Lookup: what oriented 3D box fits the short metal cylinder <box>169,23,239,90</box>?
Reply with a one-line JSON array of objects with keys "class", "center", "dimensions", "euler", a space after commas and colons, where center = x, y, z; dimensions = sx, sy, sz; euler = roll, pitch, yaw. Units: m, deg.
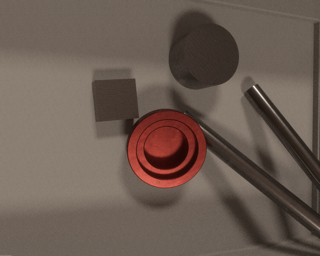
[{"class": "short metal cylinder", "center": [0.058, -0.095, 0.420], "dimensions": [0.081, 0.050, 0.079], "euler": [0, 90, -21]}]

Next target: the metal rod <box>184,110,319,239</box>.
[{"class": "metal rod", "center": [0.146, 0.078, 0.413], "dimensions": [0.300, 0.025, 0.025], "euler": [39, 77, 4]}]

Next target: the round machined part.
[{"class": "round machined part", "center": [0.006, 0.023, 0.397], "dimensions": [0.099, 0.042, 0.097], "euler": [-2, 100, -9]}]

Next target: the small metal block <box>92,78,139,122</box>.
[{"class": "small metal block", "center": [-0.056, -0.035, 0.390], "dimensions": [0.050, 0.025, 0.050], "euler": [-6, 92, -20]}]

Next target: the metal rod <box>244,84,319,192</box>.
[{"class": "metal rod", "center": [0.218, 0.063, 0.430], "dimensions": [0.025, 0.025, 0.299], "euler": [-30, 76, -18]}]
